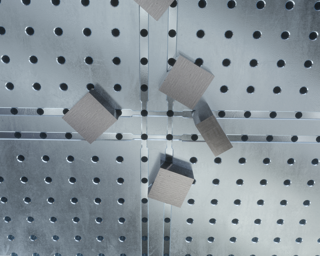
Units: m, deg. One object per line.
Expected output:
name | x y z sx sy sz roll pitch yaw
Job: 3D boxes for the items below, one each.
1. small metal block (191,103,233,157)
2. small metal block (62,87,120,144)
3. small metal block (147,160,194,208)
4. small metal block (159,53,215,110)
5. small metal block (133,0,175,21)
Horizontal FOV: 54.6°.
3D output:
small metal block | 0.066 0.002 0.401 0.025 0.050 0.050 -31 107 11
small metal block | -0.090 -0.016 0.407 0.050 0.025 0.050 -41 105 13
small metal block | 0.015 0.080 0.443 0.050 0.025 0.050 20 109 -7
small metal block | 0.033 -0.059 0.392 0.050 0.025 0.050 29 107 -10
small metal block | -0.006 -0.159 0.355 0.050 0.025 0.050 39 105 -13
